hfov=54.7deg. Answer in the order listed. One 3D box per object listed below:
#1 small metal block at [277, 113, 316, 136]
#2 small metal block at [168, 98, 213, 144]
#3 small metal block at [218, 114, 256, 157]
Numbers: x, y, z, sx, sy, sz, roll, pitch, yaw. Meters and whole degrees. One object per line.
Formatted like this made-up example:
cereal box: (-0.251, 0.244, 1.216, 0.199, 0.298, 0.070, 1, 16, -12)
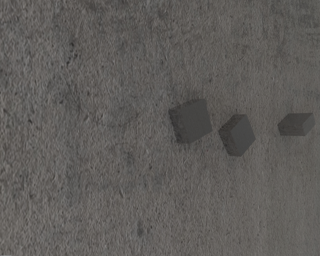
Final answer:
small metal block: (0.271, -0.007, 0.615, 0.050, 0.050, 0.025, -34, 112, -35)
small metal block: (0.044, -0.010, 0.441, 0.050, 0.025, 0.050, -26, 106, -37)
small metal block: (0.128, 0.012, 0.511, 0.050, 0.025, 0.050, -41, 115, -32)
